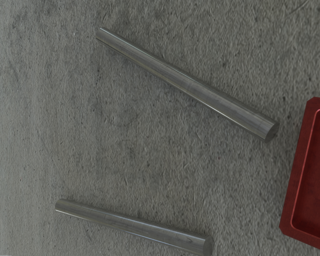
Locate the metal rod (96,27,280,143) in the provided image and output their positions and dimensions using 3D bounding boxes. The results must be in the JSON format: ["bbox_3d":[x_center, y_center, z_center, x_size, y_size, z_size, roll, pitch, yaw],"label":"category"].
[{"bbox_3d":[0.012,-0.069,0.394,0.300,0.025,0.025,36,112,34],"label":"metal rod"}]

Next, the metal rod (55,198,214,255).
[{"bbox_3d":[-0.059,0.137,0.453,0.300,0.025,0.025,0,90,40],"label":"metal rod"}]

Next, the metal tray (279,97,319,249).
[{"bbox_3d":[0.164,0.044,0.266,0.090,0.030,0.129,15,100,39],"label":"metal tray"}]
